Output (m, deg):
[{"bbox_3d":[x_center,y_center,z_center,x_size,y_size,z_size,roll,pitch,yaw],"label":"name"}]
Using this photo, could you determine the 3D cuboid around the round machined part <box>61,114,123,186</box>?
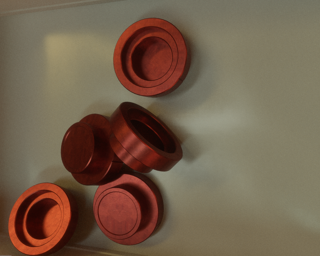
[{"bbox_3d":[-0.096,0.028,0.417,0.098,0.042,0.098,-9,76,37],"label":"round machined part"}]

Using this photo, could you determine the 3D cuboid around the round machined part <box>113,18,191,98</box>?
[{"bbox_3d":[-0.007,-0.088,0.403,0.098,0.042,0.097,0,90,19],"label":"round machined part"}]

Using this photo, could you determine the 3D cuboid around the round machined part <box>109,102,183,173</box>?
[{"bbox_3d":[-0.022,0.017,0.379,0.098,0.098,0.042,48,109,13],"label":"round machined part"}]

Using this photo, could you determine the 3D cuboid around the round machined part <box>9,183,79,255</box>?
[{"bbox_3d":[-0.161,0.131,0.445,0.098,0.042,0.098,-6,65,14],"label":"round machined part"}]

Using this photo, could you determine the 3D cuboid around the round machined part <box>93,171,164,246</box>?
[{"bbox_3d":[-0.048,0.110,0.417,0.098,0.042,0.097,0,90,19],"label":"round machined part"}]
